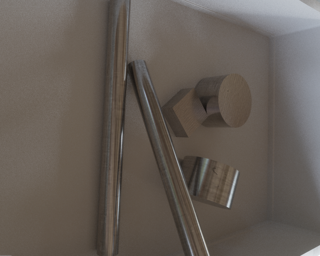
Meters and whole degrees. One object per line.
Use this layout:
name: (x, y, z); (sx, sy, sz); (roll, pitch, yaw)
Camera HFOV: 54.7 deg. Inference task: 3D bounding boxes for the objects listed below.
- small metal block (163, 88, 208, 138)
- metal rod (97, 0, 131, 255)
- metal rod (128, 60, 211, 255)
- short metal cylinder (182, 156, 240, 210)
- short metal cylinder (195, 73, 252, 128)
small metal block: (0.035, -0.022, 0.438); (0.050, 0.025, 0.050); (-45, 117, -31)
metal rod: (-0.054, -0.005, 0.362); (0.025, 0.025, 0.298); (4, 87, -40)
metal rod: (0.015, 0.057, 0.340); (0.025, 0.025, 0.299); (-2, 66, -40)
short metal cylinder: (0.064, 0.076, 0.427); (0.080, 0.080, 0.050); (30, 72, -37)
short metal cylinder: (0.095, -0.040, 0.473); (0.081, 0.050, 0.079); (0, 90, -40)
